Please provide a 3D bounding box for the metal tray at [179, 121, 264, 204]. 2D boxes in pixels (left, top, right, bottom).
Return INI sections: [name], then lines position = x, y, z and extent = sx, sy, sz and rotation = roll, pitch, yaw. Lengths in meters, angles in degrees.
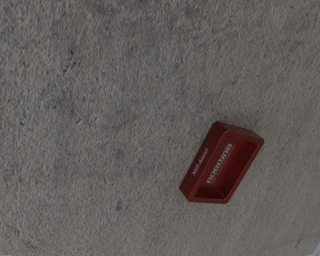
[metal tray]
position = 0.097, 0.059, 0.492
extent = 0.091, 0.030, 0.129
rotation = 13, 112, -34
